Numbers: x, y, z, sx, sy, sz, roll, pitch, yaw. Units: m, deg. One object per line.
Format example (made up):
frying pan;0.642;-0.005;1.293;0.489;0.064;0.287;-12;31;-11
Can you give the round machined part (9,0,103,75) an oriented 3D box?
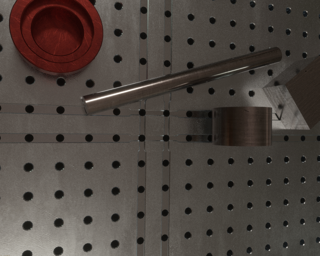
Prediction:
round machined part;-0.119;-0.110;0.360;0.099;0.042;0.097;0;90;-21

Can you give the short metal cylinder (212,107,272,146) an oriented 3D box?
short metal cylinder;0.112;-0.002;0.426;0.081;0.080;0.050;0;90;-20

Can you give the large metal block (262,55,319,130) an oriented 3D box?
large metal block;0.222;-0.053;0.483;0.080;0.050;0.080;-38;103;-16

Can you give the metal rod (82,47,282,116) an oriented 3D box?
metal rod;0.045;-0.070;0.430;0.302;0.025;0.025;-18;96;-20
